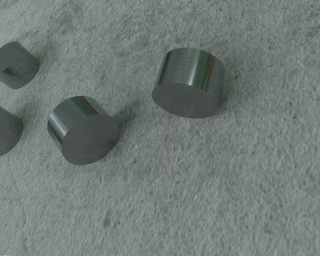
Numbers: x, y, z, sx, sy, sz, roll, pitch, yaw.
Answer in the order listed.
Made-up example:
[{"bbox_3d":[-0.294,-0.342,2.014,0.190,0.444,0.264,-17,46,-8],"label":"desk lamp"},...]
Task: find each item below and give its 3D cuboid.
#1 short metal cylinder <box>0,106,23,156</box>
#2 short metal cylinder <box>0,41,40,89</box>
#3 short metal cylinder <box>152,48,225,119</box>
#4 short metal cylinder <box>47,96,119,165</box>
[{"bbox_3d":[-0.286,0.003,0.533,0.080,0.050,0.080,-13,56,20],"label":"short metal cylinder"},{"bbox_3d":[-0.288,-0.123,0.611,0.080,0.050,0.080,-13,56,20],"label":"short metal cylinder"},{"bbox_3d":[0.035,-0.053,0.381,0.080,0.080,0.050,2,63,29],"label":"short metal cylinder"},{"bbox_3d":[-0.103,0.003,0.419,0.080,0.080,0.050,-45,51,-3],"label":"short metal cylinder"}]
